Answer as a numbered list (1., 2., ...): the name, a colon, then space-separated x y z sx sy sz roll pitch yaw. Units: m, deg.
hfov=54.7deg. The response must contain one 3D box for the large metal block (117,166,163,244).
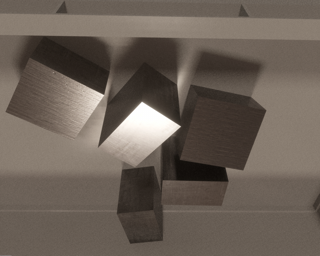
1. large metal block: -0.027 0.117 0.472 0.050 0.080 0.080 -8 130 6

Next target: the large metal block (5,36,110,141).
1. large metal block: -0.115 -0.042 0.355 0.080 0.050 0.080 27 125 -22

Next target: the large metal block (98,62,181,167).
1. large metal block: -0.023 -0.016 0.359 0.050 0.080 0.080 32 123 -24

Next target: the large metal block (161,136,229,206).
1. large metal block: 0.042 0.057 0.423 0.081 0.080 0.050 2 130 -2

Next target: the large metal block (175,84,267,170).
1. large metal block: 0.070 -0.001 0.379 0.081 0.050 0.079 10 112 -9
